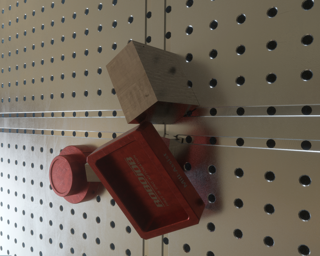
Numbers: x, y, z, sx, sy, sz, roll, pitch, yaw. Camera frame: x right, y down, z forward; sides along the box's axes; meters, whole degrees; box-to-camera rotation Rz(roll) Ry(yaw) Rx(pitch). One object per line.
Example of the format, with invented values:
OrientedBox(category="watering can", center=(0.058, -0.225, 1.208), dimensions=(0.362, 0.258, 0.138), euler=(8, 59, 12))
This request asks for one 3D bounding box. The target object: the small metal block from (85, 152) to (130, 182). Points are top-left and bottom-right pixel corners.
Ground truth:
OrientedBox(category="small metal block", center=(-0.070, 0.053, 0.434), dimensions=(0.050, 0.050, 0.025), euler=(-1, 106, 10))

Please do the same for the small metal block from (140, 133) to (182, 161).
OrientedBox(category="small metal block", center=(-0.002, 0.033, 0.409), dimensions=(0.050, 0.025, 0.050), euler=(13, 98, 39))

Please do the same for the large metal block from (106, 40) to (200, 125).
OrientedBox(category="large metal block", center=(-0.008, -0.051, 0.378), dimensions=(0.050, 0.081, 0.080), euler=(-35, 68, 34))

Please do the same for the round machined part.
OrientedBox(category="round machined part", center=(-0.148, 0.078, 0.518), dimensions=(0.098, 0.042, 0.097), euler=(0, 90, 39))

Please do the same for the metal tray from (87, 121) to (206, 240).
OrientedBox(category="metal tray", center=(-0.017, 0.067, 0.375), dimensions=(0.090, 0.030, 0.130), euler=(-28, 100, 30))
